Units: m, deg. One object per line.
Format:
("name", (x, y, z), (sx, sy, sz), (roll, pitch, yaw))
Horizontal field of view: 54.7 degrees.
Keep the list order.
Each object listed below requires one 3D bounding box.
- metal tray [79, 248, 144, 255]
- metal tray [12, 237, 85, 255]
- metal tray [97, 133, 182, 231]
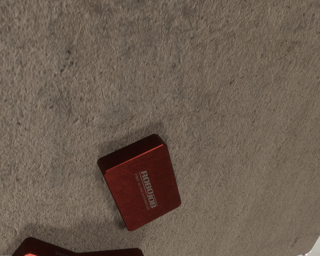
("metal tray", (-0.073, 0.231, 0.466), (0.131, 0.090, 0.030), (10, 116, -35))
("metal tray", (-0.155, 0.217, 0.440), (0.130, 0.030, 0.090), (35, 98, -29))
("metal tray", (-0.025, 0.081, 0.442), (0.091, 0.030, 0.129), (-25, 128, -14))
